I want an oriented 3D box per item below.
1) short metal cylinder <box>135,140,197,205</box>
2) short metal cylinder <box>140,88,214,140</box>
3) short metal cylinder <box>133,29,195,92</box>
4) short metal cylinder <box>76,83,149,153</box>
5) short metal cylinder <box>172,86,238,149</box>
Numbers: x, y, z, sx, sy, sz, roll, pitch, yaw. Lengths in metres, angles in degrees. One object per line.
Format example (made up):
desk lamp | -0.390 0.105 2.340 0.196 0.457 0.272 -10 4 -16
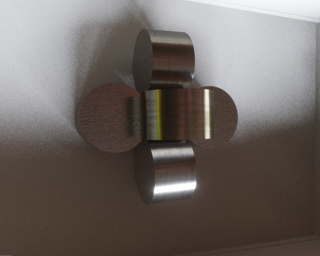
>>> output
short metal cylinder | 0.004 0.051 0.381 0.050 0.080 0.080 -2 91 -21
short metal cylinder | 0.019 -0.014 0.339 0.081 0.080 0.050 -1 90 -20
short metal cylinder | 0.002 -0.078 0.380 0.050 0.080 0.080 -2 91 -21
short metal cylinder | -0.058 -0.012 0.374 0.081 0.050 0.080 0 90 -20
short metal cylinder | 0.056 -0.013 0.415 0.081 0.050 0.080 0 90 -20
